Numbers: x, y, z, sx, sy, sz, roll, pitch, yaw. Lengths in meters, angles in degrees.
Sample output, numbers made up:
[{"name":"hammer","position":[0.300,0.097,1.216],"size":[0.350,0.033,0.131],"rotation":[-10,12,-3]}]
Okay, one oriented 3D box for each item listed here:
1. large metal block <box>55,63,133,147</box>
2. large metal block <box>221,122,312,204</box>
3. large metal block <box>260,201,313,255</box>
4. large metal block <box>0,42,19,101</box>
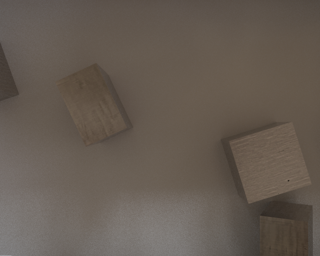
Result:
[{"name":"large metal block","position":[-0.076,-0.026,0.383],"size":[0.050,0.080,0.080],"rotation":[-25,90,0]},{"name":"large metal block","position":[0.134,0.042,0.400],"size":[0.080,0.050,0.080],"rotation":[-17,90,0]},{"name":"large metal block","position":[0.156,0.140,0.378],"size":[0.050,0.080,0.080],"rotation":[0,90,29]},{"name":"large metal block","position":[-0.229,-0.074,0.382],"size":[0.050,0.080,0.080],"rotation":[-20,90,0]}]
